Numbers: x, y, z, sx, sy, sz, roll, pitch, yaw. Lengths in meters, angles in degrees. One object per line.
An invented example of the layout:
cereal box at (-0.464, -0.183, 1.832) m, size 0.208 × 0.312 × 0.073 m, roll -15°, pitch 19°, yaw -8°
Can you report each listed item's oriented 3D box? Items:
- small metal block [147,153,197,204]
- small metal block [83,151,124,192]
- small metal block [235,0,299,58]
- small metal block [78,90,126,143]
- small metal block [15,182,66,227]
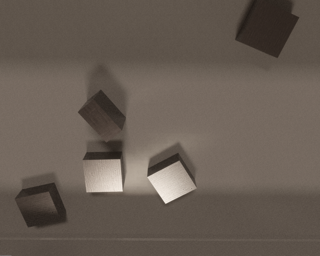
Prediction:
small metal block at (0.017, 0.071, 0.438) m, size 0.050 × 0.025 × 0.050 m, roll -29°, pitch 108°, yaw 9°
small metal block at (-0.078, 0.061, 0.433) m, size 0.050 × 0.025 × 0.050 m, roll -1°, pitch 110°, yaw 0°
small metal block at (0.127, -0.118, 0.370) m, size 0.050 × 0.025 × 0.050 m, roll 21°, pitch 109°, yaw -8°
small metal block at (-0.071, -0.016, 0.391) m, size 0.025 × 0.050 × 0.050 m, roll -37°, pitch 106°, yaw 12°
small metal block at (-0.173, 0.112, 0.450) m, size 0.050 × 0.025 × 0.050 m, roll -13°, pitch 110°, yaw 4°
